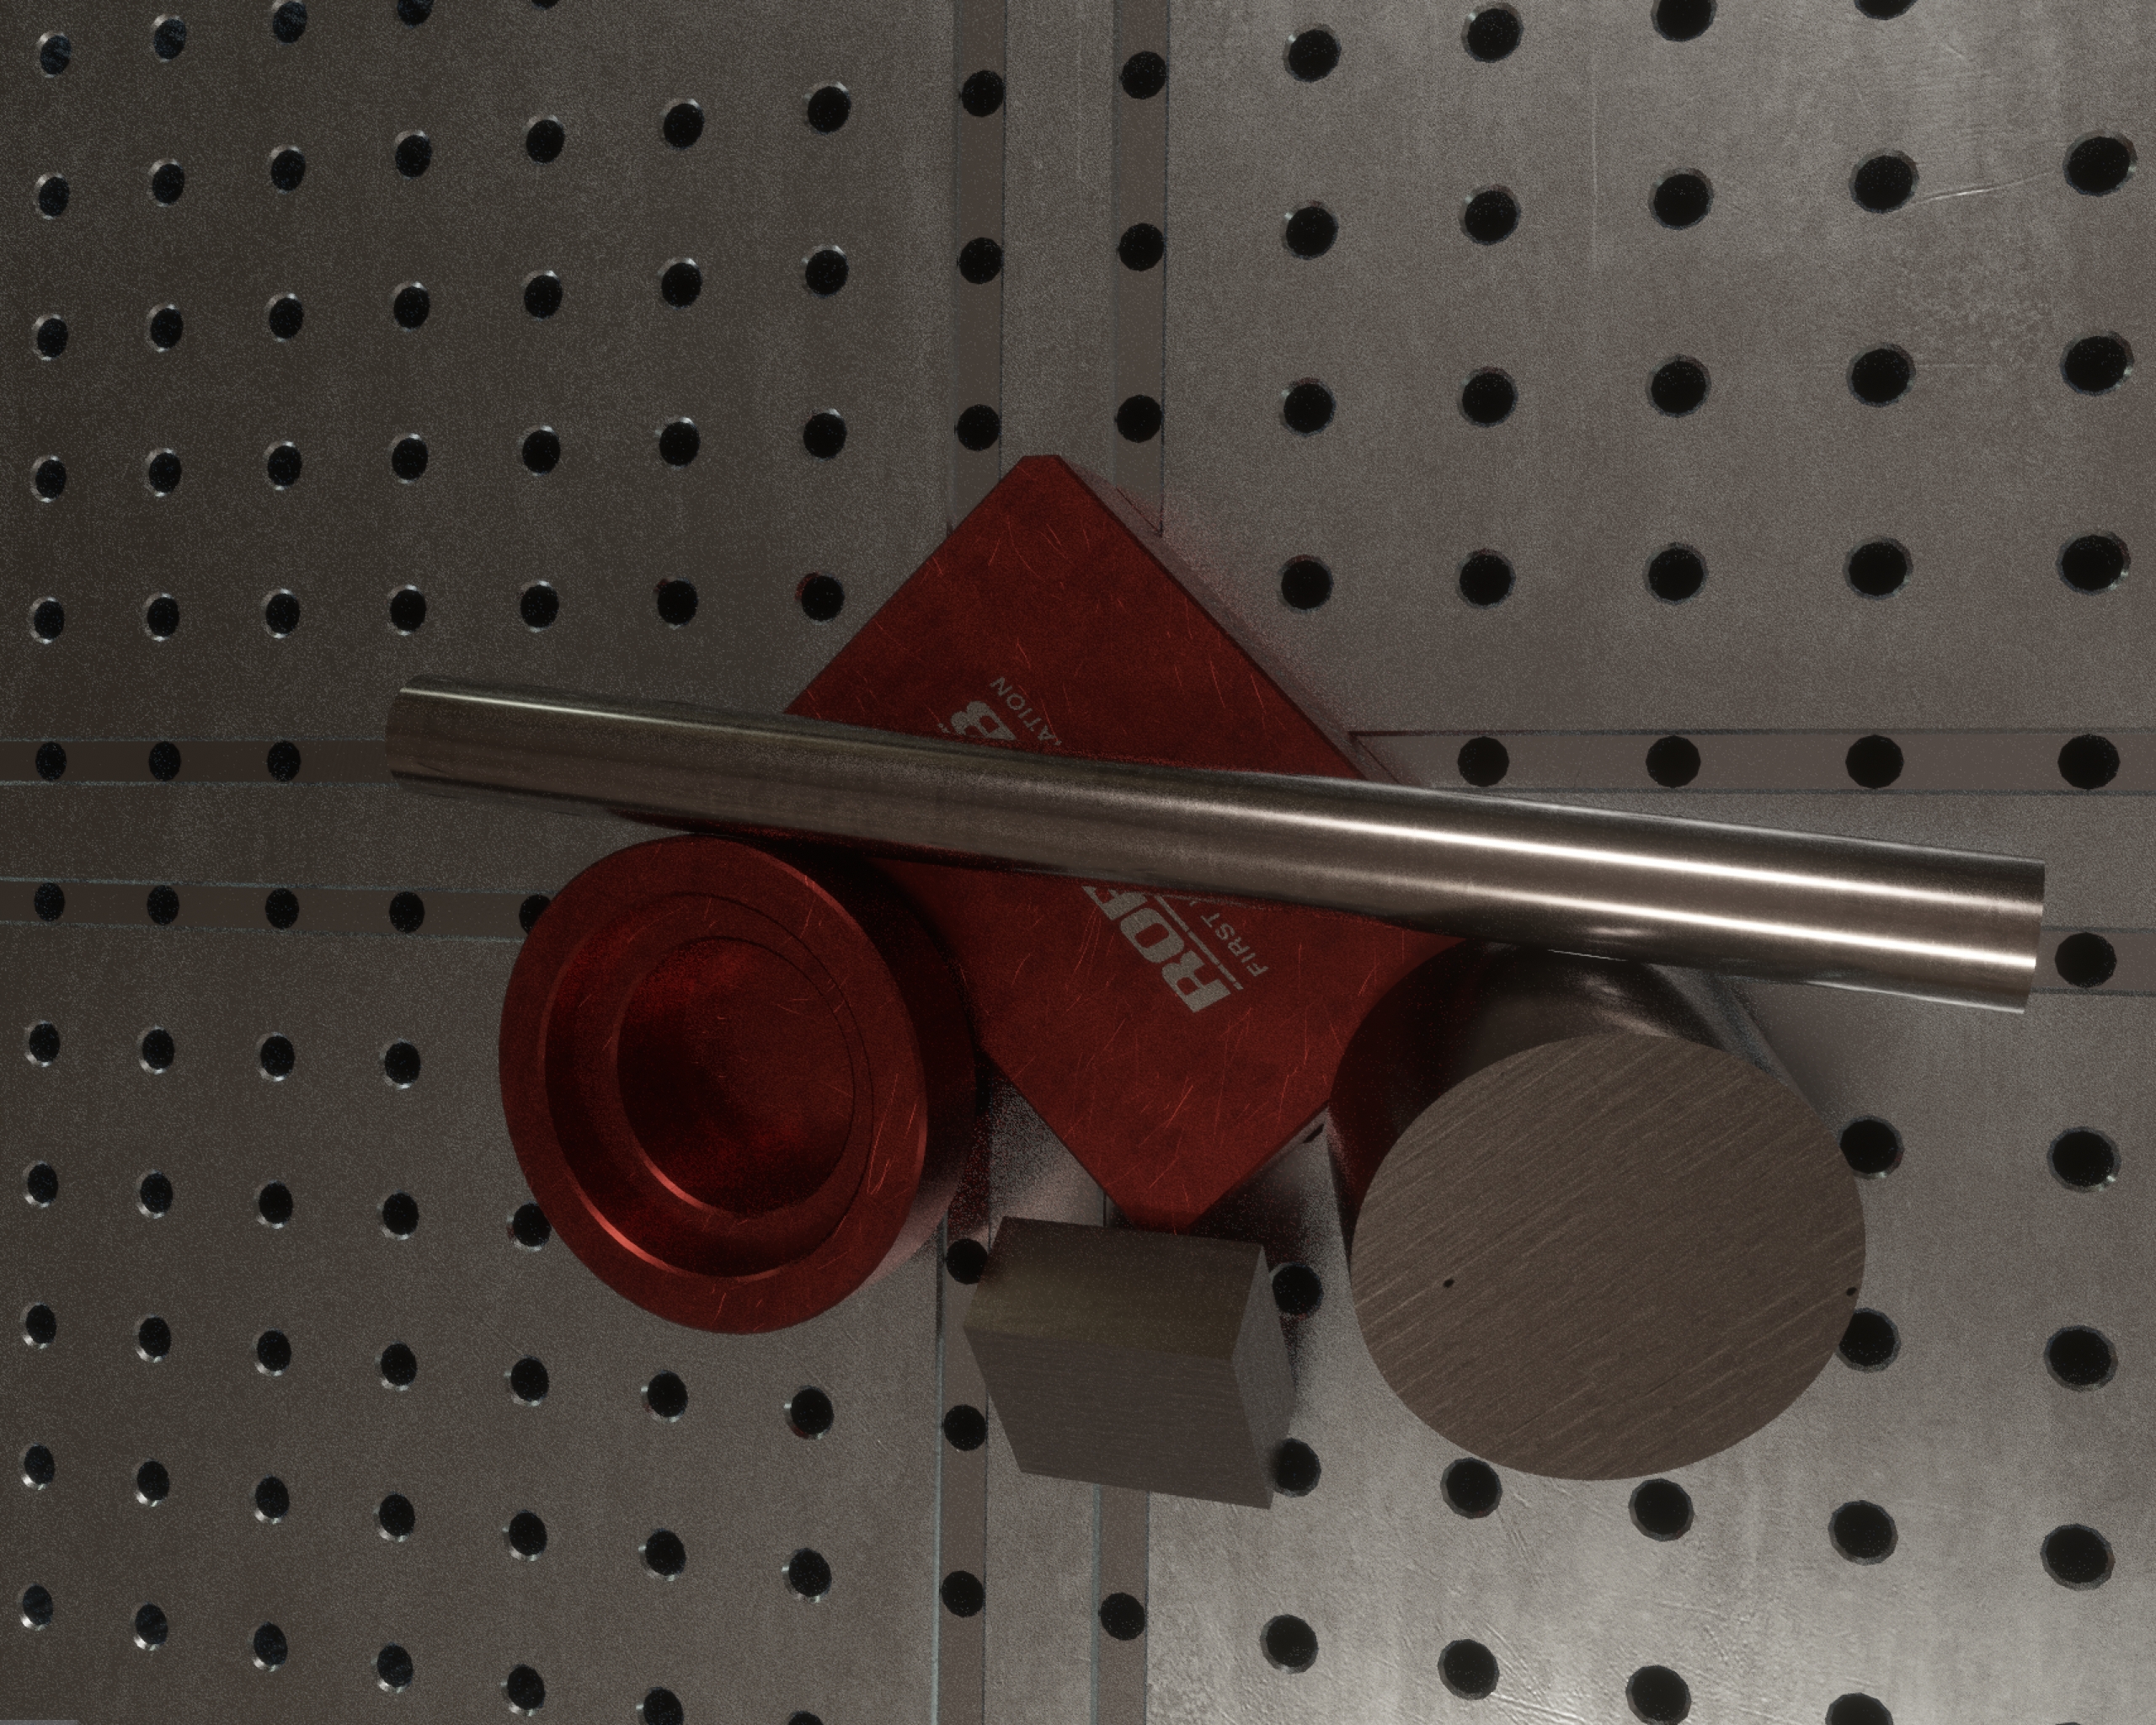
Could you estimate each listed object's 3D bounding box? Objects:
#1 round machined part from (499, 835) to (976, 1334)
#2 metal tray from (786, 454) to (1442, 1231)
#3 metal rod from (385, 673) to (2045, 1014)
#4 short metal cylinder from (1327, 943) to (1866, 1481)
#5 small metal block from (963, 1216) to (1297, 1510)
[{"bbox_3d":[-0.064,0.041,0.420,0.098,0.042,0.097,3,97,24],"label":"round machined part"},{"bbox_3d":[0.009,-0.004,0.407,0.090,0.030,0.130,-45,77,14],"label":"metal tray"},{"bbox_3d":[0.008,-0.007,0.375,0.301,0.025,0.025,8,93,19],"label":"metal rod"},{"bbox_3d":[0.084,0.056,0.353,0.081,0.050,0.079,0,108,2],"label":"short metal cylinder"},{"bbox_3d":[0.011,0.094,0.393,0.050,0.025,0.050,3,134,19],"label":"small metal block"}]
